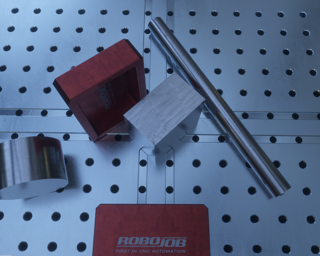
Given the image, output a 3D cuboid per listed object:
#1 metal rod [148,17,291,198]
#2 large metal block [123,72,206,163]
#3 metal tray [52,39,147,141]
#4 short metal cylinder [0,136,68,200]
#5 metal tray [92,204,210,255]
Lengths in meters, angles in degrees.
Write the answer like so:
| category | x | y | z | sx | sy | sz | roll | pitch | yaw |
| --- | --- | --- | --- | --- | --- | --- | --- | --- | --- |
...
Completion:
| category | x | y | z | sx | sy | sz | roll | pitch | yaw |
| --- | --- | --- | --- | --- | --- | --- | --- | --- | --- |
| metal rod | 0.072 | -0.039 | 0.426 | 0.025 | 0.025 | 0.299 | -31 | 73 | -11 |
| large metal block | 0.005 | -0.010 | 0.386 | 0.080 | 0.080 | 0.050 | -42 | 76 | -14 |
| metal tray | -0.062 | -0.038 | 0.369 | 0.090 | 0.130 | 0.030 | -34 | 74 | -11 |
| short metal cylinder | -0.153 | 0.048 | 0.364 | 0.081 | 0.080 | 0.050 | -14 | 71 | -5 |
| metal tray | -0.009 | 0.135 | 0.359 | 0.131 | 0.030 | 0.090 | 0 | 70 | 0 |
